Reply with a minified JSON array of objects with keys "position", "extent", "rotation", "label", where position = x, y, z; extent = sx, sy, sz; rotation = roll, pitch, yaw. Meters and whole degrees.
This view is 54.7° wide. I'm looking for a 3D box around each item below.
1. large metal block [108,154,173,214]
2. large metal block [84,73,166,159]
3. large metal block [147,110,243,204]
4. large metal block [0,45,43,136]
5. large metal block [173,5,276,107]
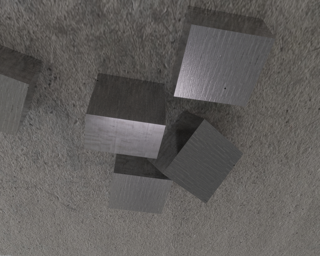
[{"position":[-0.030,0.079,0.457],"extent":[0.081,0.050,0.079],"rotation":[9,130,-8],"label":"large metal block"},{"position":[-0.038,-0.015,0.357],"extent":[0.081,0.080,0.050],"rotation":[8,130,-7],"label":"large metal block"},{"position":[0.045,0.037,0.399],"extent":[0.080,0.050,0.080],"rotation":[39,87,-28],"label":"large metal block"},{"position":[-0.189,-0.047,0.349],"extent":[0.080,0.050,0.079],"rotation":[20,127,-17],"label":"large metal block"},{"position":[0.061,-0.074,0.328],"extent":[0.081,0.050,0.079],"rotation":[7,130,-7],"label":"large metal block"}]
